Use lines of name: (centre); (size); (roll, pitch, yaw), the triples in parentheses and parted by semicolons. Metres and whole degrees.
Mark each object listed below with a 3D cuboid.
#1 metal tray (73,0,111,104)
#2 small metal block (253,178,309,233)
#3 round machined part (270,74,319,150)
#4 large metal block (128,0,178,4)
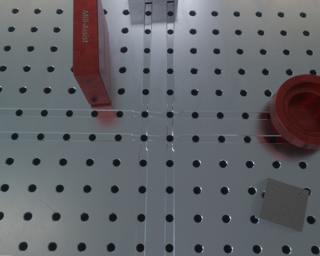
metal tray: (-0.090, -0.108, 0.415); (0.030, 0.090, 0.130); (-5, 70, -2)
small metal block: (0.148, 0.094, 0.378); (0.050, 0.025, 0.050); (18, 71, 6)
round machined part: (0.195, -0.018, 0.410); (0.099, 0.042, 0.098); (0, 70, 0)
large metal block: (-0.014, -0.249, 0.489); (0.081, 0.050, 0.080); (-4, 70, -2)
